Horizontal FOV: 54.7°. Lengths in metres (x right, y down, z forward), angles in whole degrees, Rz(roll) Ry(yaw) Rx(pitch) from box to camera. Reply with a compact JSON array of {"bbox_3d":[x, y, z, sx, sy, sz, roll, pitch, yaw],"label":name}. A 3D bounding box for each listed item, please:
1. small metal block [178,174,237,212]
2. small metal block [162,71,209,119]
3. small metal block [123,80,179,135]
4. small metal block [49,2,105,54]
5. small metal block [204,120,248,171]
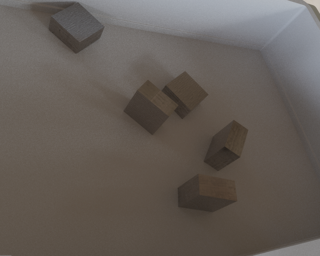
[{"bbox_3d":[0.056,0.080,0.373,0.050,0.050,0.025,14,56,-21],"label":"small metal block"},{"bbox_3d":[0.035,-0.049,0.456,0.050,0.025,0.050,46,51,3],"label":"small metal block"},{"bbox_3d":[-0.013,-0.025,0.400,0.050,0.050,0.025,40,51,-2],"label":"small metal block"},{"bbox_3d":[-0.114,-0.138,0.427,0.050,0.025,0.050,43,54,-2],"label":"small metal block"},{"bbox_3d":[0.091,0.025,0.426,0.025,0.050,0.050,34,51,-7],"label":"small metal block"}]
